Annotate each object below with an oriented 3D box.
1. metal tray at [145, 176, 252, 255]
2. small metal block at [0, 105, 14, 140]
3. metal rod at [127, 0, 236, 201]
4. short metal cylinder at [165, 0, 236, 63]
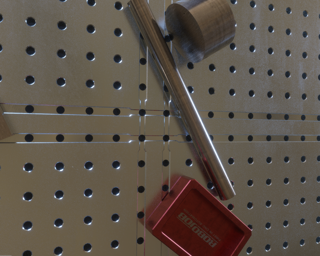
[{"bbox_3d":[0.056,0.141,0.432,0.130,0.030,0.090,43,76,-15],"label":"metal tray"},{"bbox_3d":[-0.197,-0.005,0.340,0.050,0.025,0.050,-24,99,-19],"label":"small metal block"},{"bbox_3d":[0.034,-0.034,0.426,0.025,0.025,0.299,-29,100,-18],"label":"metal rod"},{"bbox_3d":[0.051,-0.132,0.403,0.050,0.080,0.080,-33,101,-17],"label":"short metal cylinder"}]
